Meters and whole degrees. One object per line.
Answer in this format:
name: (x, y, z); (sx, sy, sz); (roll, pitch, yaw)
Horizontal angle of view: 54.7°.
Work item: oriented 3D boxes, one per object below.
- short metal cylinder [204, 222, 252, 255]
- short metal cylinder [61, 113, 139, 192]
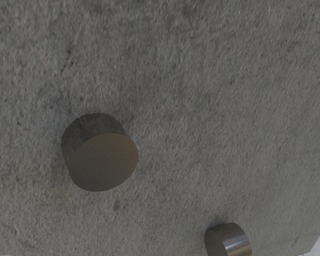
short metal cylinder: (0.127, 0.224, 0.582); (0.050, 0.080, 0.079); (-11, 124, -23)
short metal cylinder: (-0.072, 0.029, 0.370); (0.081, 0.050, 0.079); (-14, 125, -21)
